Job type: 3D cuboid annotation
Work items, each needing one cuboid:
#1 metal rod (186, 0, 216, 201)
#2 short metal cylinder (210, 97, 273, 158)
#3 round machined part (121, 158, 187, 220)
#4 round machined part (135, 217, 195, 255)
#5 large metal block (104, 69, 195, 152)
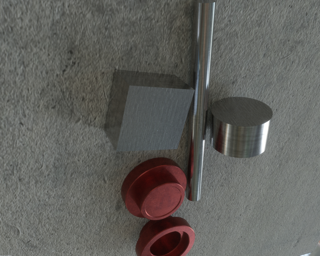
[{"bbox_3d":[0.052,-0.016,0.425,0.025,0.025,0.298,-15,125,-20],"label":"metal rod"},{"bbox_3d":[0.111,-0.003,0.430,0.081,0.080,0.050,-16,125,-20],"label":"short metal cylinder"},{"bbox_3d":[-0.003,0.095,0.453,0.099,0.042,0.097,-14,124,-21],"label":"round machined part"},{"bbox_3d":[0.005,0.183,0.512,0.099,0.042,0.097,-14,124,-21],"label":"round machined part"},{"bbox_3d":[-0.015,-0.020,0.370,0.081,0.050,0.079,0,119,-29],"label":"large metal block"}]
